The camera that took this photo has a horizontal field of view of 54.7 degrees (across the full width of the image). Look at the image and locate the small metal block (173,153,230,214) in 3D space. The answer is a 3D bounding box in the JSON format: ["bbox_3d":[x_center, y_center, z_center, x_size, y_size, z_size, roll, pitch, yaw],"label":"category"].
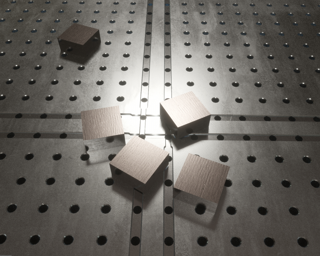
[{"bbox_3d":[0.048,0.063,0.356,0.050,0.025,0.050,18,52,14],"label":"small metal block"}]

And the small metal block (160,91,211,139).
[{"bbox_3d":[0.034,-0.019,0.424,0.050,0.025,0.050,-21,53,-17],"label":"small metal block"}]

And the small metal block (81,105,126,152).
[{"bbox_3d":[-0.075,0.001,0.406,0.050,0.025,0.050,-10,51,-9],"label":"small metal block"}]

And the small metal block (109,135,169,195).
[{"bbox_3d":[-0.024,0.043,0.371,0.050,0.025,0.050,26,55,20],"label":"small metal block"}]

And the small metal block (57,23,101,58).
[{"bbox_3d":[-0.138,-0.152,0.534,0.050,0.025,0.050,19,52,14],"label":"small metal block"}]
